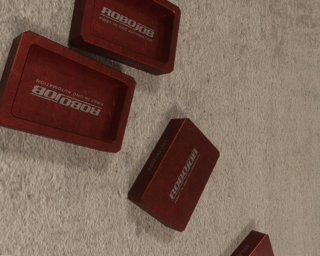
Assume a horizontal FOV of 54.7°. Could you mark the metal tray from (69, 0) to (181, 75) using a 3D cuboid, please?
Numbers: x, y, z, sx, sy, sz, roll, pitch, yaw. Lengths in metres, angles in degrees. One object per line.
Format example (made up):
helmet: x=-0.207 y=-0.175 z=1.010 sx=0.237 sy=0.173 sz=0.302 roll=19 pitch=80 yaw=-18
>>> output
metal tray: x=-0.036 y=-0.124 z=0.372 sx=0.131 sy=0.030 sz=0.090 roll=12 pitch=82 yaw=-40

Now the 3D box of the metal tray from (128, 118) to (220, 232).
metal tray: x=0.024 y=0.062 z=0.424 sx=0.090 sy=0.030 sz=0.130 roll=45 pitch=63 yaw=-31

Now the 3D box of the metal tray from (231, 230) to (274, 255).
metal tray: x=0.150 y=0.252 z=0.531 sx=0.131 sy=0.030 sz=0.090 roll=-31 pitch=110 yaw=-36

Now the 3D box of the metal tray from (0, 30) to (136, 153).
metal tray: x=-0.093 y=-0.031 z=0.324 sx=0.131 sy=0.030 sz=0.090 roll=20 pitch=78 yaw=-39
